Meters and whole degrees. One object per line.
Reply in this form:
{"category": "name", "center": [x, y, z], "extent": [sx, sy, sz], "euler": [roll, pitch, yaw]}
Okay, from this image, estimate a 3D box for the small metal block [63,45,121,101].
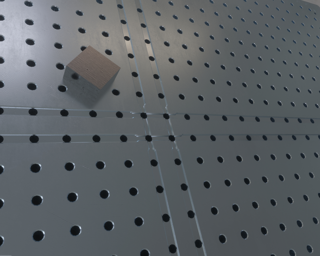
{"category": "small metal block", "center": [-0.088, -0.072, 0.404], "extent": [0.050, 0.025, 0.050], "euler": [36, 51, -5]}
